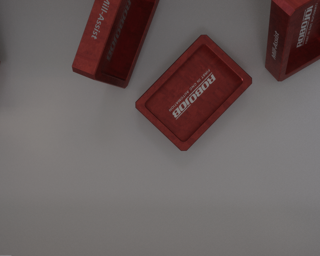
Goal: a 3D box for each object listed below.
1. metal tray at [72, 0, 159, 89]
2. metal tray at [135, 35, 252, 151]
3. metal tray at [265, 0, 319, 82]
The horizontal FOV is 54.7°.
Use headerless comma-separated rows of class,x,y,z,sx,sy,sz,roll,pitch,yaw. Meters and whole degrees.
metal tray,-0.048,-0.117,0.369,0.030,0.090,0.129,23,96,16
metal tray,0.043,-0.045,0.408,0.090,0.030,0.130,44,90,0
metal tray,0.173,-0.119,0.360,0.090,0.130,0.030,-31,62,0
